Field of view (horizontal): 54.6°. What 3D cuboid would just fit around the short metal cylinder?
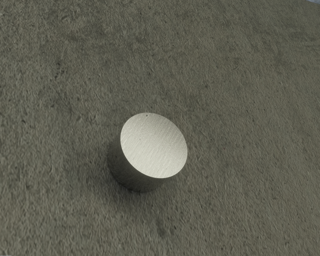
[{"bbox_3d":[-0.015,0.029,0.361,0.081,0.050,0.080,13,56,-21],"label":"short metal cylinder"}]
